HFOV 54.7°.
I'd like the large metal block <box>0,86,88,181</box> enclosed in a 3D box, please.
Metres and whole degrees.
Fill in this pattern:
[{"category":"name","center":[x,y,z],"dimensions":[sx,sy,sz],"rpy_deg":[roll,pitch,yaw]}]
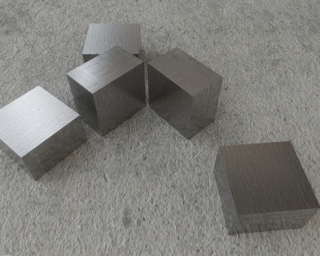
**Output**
[{"category":"large metal block","center":[-0.151,0.004,0.382],"dimensions":[0.080,0.050,0.080],"rpy_deg":[33,57,24]}]

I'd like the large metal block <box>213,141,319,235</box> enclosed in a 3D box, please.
[{"category":"large metal block","center":[0.108,0.063,0.334],"dimensions":[0.081,0.050,0.080],"rpy_deg":[-4,50,-3]}]

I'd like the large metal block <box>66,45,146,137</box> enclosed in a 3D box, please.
[{"category":"large metal block","center":[-0.066,-0.048,0.407],"dimensions":[0.050,0.080,0.080],"rpy_deg":[36,59,26]}]

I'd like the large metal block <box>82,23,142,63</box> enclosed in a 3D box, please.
[{"category":"large metal block","center":[-0.071,-0.121,0.488],"dimensions":[0.081,0.050,0.080],"rpy_deg":[0,50,-1]}]

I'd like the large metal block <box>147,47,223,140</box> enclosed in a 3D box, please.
[{"category":"large metal block","center":[0.030,-0.045,0.405],"dimensions":[0.050,0.080,0.080],"rpy_deg":[-34,58,-25]}]
